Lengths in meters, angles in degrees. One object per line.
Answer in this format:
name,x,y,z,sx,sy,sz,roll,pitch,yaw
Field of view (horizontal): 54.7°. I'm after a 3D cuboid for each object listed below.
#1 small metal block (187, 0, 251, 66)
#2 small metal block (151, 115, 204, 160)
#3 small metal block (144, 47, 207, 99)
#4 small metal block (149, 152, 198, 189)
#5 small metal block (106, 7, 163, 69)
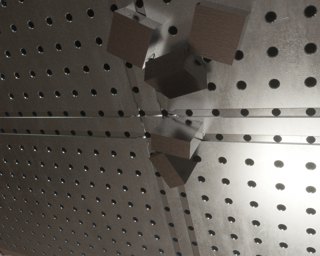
small metal block,0.059,-0.098,0.319,0.050,0.025,0.050,21,126,15
small metal block,0.022,0.010,0.388,0.050,0.050,0.025,13,124,21
small metal block,0.018,-0.059,0.347,0.050,0.025,0.050,-13,154,33
small metal block,0.019,0.043,0.410,0.025,0.050,0.050,-25,105,36
small metal block,-0.030,-0.105,0.361,0.050,0.025,0.050,28,128,10
